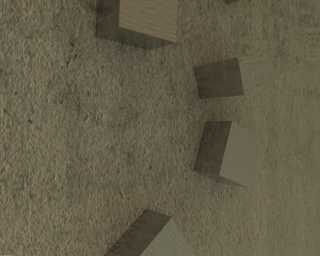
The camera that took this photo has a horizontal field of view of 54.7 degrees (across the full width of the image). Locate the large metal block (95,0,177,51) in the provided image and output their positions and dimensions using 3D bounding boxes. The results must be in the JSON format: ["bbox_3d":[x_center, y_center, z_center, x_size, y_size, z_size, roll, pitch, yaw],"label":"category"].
[{"bbox_3d":[-0.026,-0.144,0.366,0.081,0.050,0.080,3,88,-40],"label":"large metal block"}]

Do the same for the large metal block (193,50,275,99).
[{"bbox_3d":[0.110,-0.079,0.461,0.081,0.080,0.050,-21,103,-38],"label":"large metal block"}]

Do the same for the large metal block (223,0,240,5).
[{"bbox_3d":[0.118,-0.259,0.486,0.080,0.050,0.080,41,65,-33],"label":"large metal block"}]

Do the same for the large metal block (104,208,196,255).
[{"bbox_3d":[-0.009,0.161,0.381,0.080,0.050,0.080,-43,116,-31],"label":"large metal block"}]

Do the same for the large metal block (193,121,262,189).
[{"bbox_3d":[0.105,0.041,0.476,0.080,0.050,0.080,27,73,-37],"label":"large metal block"}]
